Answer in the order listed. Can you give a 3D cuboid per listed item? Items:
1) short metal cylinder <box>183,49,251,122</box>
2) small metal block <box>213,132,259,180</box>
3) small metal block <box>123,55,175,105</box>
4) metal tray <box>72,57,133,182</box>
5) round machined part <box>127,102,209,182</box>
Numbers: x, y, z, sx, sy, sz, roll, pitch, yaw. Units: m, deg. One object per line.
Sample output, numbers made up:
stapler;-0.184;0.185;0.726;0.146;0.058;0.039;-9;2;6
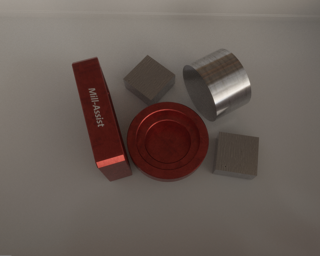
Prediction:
short metal cylinder;0.072;-0.055;0.400;0.050;0.080;0.080;-28;73;-10
small metal block;0.097;0.036;0.396;0.050;0.025;0.050;8;70;4
small metal block;-0.014;-0.065;0.431;0.050;0.025;0.050;38;75;14
metal tray;-0.068;-0.008;0.375;0.030;0.090;0.130;-16;71;-6
round machined part;0.009;0.020;0.390;0.099;0.042;0.098;0;70;-1
